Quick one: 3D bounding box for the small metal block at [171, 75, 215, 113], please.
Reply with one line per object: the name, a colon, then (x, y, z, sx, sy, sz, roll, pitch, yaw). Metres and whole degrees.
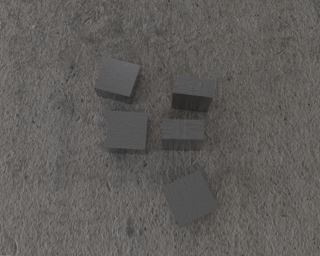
small metal block: (0.042, -0.044, 0.411, 0.050, 0.050, 0.025, 7, 70, 2)

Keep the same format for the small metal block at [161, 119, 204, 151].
small metal block: (0.027, 0.010, 0.391, 0.050, 0.050, 0.025, 1, 70, 0)

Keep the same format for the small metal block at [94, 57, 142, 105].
small metal block: (-0.057, -0.066, 0.432, 0.050, 0.025, 0.050, 15, 71, 5)

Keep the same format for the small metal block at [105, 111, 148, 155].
small metal block: (-0.042, 0.006, 0.405, 0.050, 0.025, 0.050, 3, 70, 1)

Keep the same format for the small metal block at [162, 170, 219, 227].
small metal block: (0.036, 0.086, 0.377, 0.050, 0.025, 0.050, -22, 72, -8)
